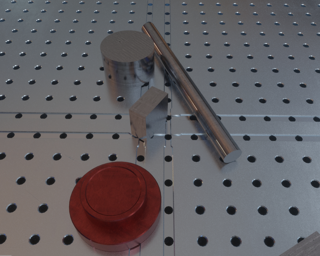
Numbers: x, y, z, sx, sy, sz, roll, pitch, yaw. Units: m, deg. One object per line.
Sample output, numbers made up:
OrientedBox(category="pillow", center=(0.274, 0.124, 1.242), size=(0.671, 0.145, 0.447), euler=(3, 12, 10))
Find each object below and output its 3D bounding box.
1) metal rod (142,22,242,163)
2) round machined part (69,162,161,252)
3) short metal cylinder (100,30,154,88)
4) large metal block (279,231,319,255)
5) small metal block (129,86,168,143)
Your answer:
OrientedBox(category="metal rod", center=(0.034, -0.072, 0.468), size=(0.025, 0.025, 0.300), euler=(-17, 52, -14))
OrientedBox(category="round machined part", center=(-0.048, 0.076, 0.332), size=(0.099, 0.042, 0.098), euler=(0, 50, 0))
OrientedBox(category="short metal cylinder", center=(-0.049, -0.107, 0.481), size=(0.081, 0.050, 0.080), euler=(0, 50, 0))
OrientedBox(category="large metal block", center=(0.127, 0.151, 0.266), size=(0.081, 0.050, 0.080), euler=(-23, 54, -19))
OrientedBox(category="small metal block", center=(-0.014, -0.018, 0.406), size=(0.025, 0.050, 0.050), euler=(27, 55, 20))
